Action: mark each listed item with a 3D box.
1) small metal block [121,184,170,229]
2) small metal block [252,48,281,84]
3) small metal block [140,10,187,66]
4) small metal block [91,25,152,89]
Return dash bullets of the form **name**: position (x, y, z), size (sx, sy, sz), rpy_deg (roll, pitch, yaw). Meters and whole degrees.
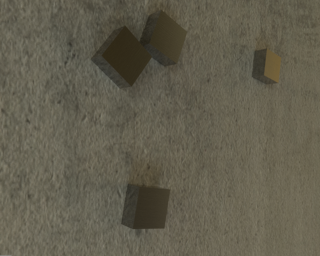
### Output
- **small metal block**: position (-0.017, 0.099, 0.392), size (0.050, 0.025, 0.050), rpy_deg (15, 81, -39)
- **small metal block**: position (0.198, -0.113, 0.574), size (0.050, 0.025, 0.050), rpy_deg (14, 81, -39)
- **small metal block**: position (0.004, -0.117, 0.410), size (0.050, 0.025, 0.050), rpy_deg (28, 72, -37)
- **small metal block**: position (-0.045, -0.083, 0.369), size (0.050, 0.025, 0.050), rpy_deg (45, 63, -31)
